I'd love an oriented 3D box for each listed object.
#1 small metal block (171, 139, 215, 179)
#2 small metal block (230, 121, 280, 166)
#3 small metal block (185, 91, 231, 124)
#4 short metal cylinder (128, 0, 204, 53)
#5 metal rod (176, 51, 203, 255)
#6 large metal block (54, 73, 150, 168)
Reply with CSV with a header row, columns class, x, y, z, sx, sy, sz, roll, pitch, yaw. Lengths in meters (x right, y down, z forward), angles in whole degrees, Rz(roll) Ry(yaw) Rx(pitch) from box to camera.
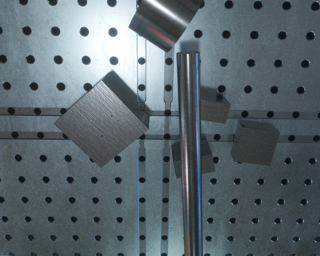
class,x,y,z,sx,sy,sz,roll,pitch,yaw
small metal block,0.043,0.040,0.416,0.050,0.050,0.025,-11,110,3
small metal block,0.129,0.021,0.423,0.050,0.025,0.050,7,110,-3
small metal block,0.056,-0.029,0.390,0.050,0.050,0.025,9,110,-4
short metal cylinder,0.008,-0.130,0.336,0.050,0.080,0.080,31,107,-11
metal rod,0.039,0.059,0.382,0.025,0.025,0.298,-3,111,1
large metal block,-0.071,-0.010,0.395,0.080,0.050,0.080,-39,106,13
